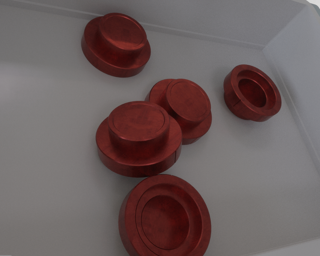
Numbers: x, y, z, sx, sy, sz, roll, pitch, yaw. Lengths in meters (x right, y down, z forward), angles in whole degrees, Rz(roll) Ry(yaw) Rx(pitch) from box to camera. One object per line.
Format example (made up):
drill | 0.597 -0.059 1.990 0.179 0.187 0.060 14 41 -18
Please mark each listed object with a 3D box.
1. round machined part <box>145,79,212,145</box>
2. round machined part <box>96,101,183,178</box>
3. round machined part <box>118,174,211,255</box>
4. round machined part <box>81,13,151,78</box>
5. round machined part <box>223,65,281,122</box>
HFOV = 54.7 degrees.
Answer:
round machined part | 0.031 -0.029 0.429 0.099 0.042 0.098 14 56 -21
round machined part | -0.023 0.005 0.353 0.099 0.042 0.098 1 42 -1
round machined part | 0.002 0.103 0.333 0.099 0.042 0.098 13 57 -21
round machined part | -0.057 -0.123 0.439 0.099 0.042 0.098 14 56 -21
round machined part | 0.144 -0.052 0.503 0.099 0.042 0.098 14 56 -21
